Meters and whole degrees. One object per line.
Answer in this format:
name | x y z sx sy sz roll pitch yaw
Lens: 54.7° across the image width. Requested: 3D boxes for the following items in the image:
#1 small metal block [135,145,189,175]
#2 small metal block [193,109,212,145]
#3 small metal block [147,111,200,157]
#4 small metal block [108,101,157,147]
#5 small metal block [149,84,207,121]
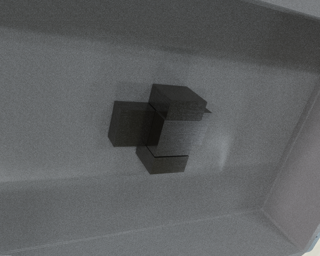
small metal block | 0.002 0.035 0.411 0.050 0.050 0.025 0 118 -29
small metal block | 0.037 -0.004 0.424 0.050 0.025 0.050 0 118 -29
small metal block | 0.016 0.007 0.386 0.050 0.025 0.050 0 118 -29
small metal block | -0.033 -0.005 0.385 0.050 0.025 0.050 1 118 -29
small metal block | 0.021 -0.032 0.381 0.050 0.050 0.025 0 118 -29
